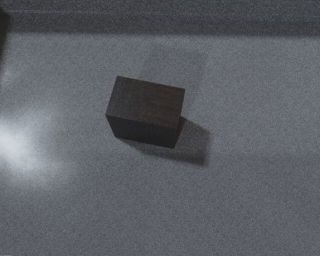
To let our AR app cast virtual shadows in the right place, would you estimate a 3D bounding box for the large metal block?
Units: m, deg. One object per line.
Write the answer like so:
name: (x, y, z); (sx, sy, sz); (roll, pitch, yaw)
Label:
large metal block: (-0.016, -0.016, 0.384); (0.080, 0.080, 0.050); (12, 71, 4)
